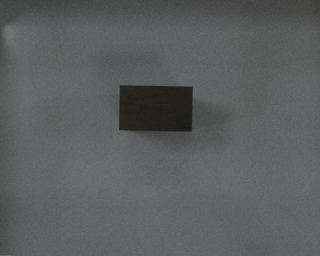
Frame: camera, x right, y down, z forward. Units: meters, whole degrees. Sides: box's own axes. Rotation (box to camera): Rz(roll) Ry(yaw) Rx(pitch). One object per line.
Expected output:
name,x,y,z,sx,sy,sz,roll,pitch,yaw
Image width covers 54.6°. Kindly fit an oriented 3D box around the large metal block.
large metal block,-0.005,-0.022,0.382,0.080,0.080,0.050,1,90,0
